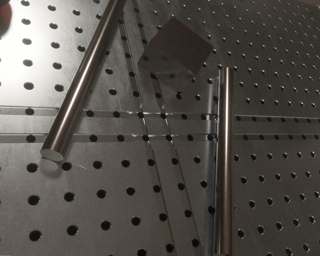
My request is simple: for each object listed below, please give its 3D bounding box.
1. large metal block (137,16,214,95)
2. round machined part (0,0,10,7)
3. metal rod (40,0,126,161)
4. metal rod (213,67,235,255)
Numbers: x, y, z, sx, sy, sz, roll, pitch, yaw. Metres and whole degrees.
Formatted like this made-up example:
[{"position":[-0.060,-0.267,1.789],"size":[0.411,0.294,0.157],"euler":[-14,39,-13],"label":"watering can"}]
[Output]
[{"position":[0.025,-0.112,0.476],"size":[0.080,0.050,0.080],"euler":[36,51,-5],"label":"large metal block"},{"position":[-0.234,-0.181,0.382],"size":[0.099,0.042,0.098],"euler":[14,56,-21],"label":"round machined part"},{"position":[-0.091,-0.091,0.415],"size":[0.025,0.025,0.300],"euler":[23,53,-15],"label":"metal rod"},{"position":[0.094,0.027,0.443],"size":[0.025,0.025,0.300],"euler":[21,54,-16],"label":"metal rod"}]
